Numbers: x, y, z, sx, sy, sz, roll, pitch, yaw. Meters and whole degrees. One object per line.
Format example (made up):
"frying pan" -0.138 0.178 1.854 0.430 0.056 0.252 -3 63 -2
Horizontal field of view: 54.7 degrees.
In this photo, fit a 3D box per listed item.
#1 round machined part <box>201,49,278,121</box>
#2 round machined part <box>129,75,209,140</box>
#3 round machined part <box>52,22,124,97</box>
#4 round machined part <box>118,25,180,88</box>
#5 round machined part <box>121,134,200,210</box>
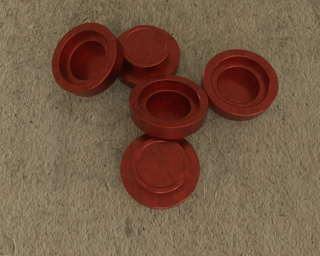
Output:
"round machined part" 0.105 -0.054 0.421 0.099 0.042 0.098 0 70 -1
"round machined part" 0.011 -0.022 0.397 0.099 0.042 0.098 2 47 -2
"round machined part" -0.093 -0.088 0.420 0.098 0.042 0.098 -5 76 20
"round machined part" -0.020 -0.105 0.438 0.099 0.042 0.098 0 70 -1
"round machined part" 0.000 0.049 0.382 0.099 0.042 0.098 0 70 -1
